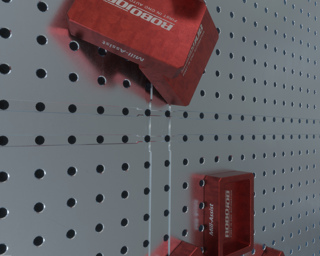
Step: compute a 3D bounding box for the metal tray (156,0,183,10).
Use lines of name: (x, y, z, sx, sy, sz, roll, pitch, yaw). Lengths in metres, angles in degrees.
metal tray: (0.036, -0.194, 0.368, 0.030, 0.130, 0.090, 35, 68, -28)

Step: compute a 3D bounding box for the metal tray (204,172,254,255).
metal tray: (0.113, 0.139, 0.498, 0.091, 0.030, 0.129, 0, 90, -40)

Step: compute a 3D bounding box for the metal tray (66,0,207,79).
metal tray: (-0.023, -0.122, 0.344, 0.131, 0.030, 0.090, 23, 73, -6)

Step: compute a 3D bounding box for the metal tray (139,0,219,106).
metal tray: (0.031, -0.106, 0.415, 0.090, 0.030, 0.130, 47, 61, -47)

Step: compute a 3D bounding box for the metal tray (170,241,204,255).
metal tray: (0.019, 0.233, 0.420, 0.131, 0.030, 0.090, -36, 112, -34)

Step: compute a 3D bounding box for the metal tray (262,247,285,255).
metal tray: (0.197, 0.300, 0.569, 0.131, 0.030, 0.090, -43, 116, -31)
